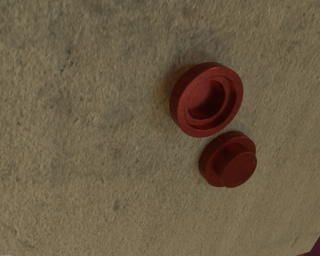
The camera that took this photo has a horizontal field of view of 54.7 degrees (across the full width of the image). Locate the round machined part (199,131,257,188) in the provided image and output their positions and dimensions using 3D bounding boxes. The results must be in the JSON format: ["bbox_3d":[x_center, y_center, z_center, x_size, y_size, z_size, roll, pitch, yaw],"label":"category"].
[{"bbox_3d":[0.115,0.057,0.496,0.099,0.042,0.097,-14,125,-21],"label":"round machined part"}]

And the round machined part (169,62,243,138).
[{"bbox_3d":[0.056,-0.039,0.404,0.099,0.042,0.097,-14,125,-21],"label":"round machined part"}]
